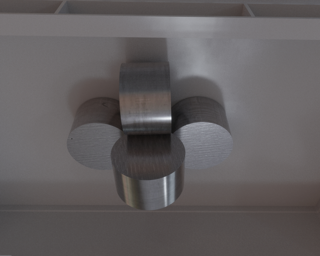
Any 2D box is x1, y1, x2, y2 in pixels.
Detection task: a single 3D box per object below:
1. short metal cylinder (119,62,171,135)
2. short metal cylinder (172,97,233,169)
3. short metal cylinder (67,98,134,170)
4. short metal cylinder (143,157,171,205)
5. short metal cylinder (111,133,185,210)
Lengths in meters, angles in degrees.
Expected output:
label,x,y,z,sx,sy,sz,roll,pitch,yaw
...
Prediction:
label,x,y,z,sx,sy,sz,roll,pitch,yaw
short metal cylinder,-0.014,-0.032,0.342,0.050,0.080,0.079,-2,130,1
short metal cylinder,0.049,0.007,0.396,0.081,0.050,0.079,0,130,0
short metal cylinder,-0.073,0.008,0.397,0.081,0.050,0.079,0,130,0
short metal cylinder,-0.012,0.066,0.426,0.050,0.080,0.079,-2,130,1
short metal cylinder,-0.012,0.045,0.350,0.080,0.080,0.050,-1,130,0
